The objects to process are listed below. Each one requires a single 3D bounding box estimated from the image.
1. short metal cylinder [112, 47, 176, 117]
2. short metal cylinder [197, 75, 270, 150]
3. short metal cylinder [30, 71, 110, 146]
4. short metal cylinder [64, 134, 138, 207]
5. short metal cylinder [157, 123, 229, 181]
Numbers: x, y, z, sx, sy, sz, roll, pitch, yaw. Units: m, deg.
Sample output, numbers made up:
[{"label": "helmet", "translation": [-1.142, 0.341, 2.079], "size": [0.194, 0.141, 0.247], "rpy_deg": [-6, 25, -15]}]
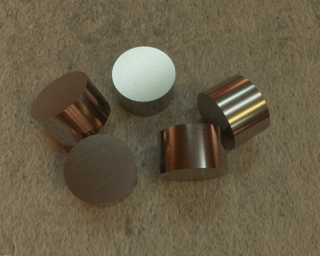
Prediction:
[{"label": "short metal cylinder", "translation": [-0.021, -0.061, 0.417], "size": [0.081, 0.050, 0.080], "rpy_deg": [0, 70, 0]}, {"label": "short metal cylinder", "translation": [0.090, -0.019, 0.387], "size": [0.050, 0.080, 0.080], "rpy_deg": [-29, 73, -10]}, {"label": "short metal cylinder", "translation": [-0.110, -0.024, 0.383], "size": [0.080, 0.050, 0.080], "rpy_deg": [-17, 44, 18]}, {"label": "short metal cylinder", "translation": [-0.068, 0.053, 0.374], "size": [0.081, 0.050, 0.080], "rpy_deg": [1, 72, -2]}, {"label": "short metal cylinder", "translation": [0.038, 0.032, 0.368], "size": [0.081, 0.080, 0.050], "rpy_deg": [-2, 70, -1]}]
